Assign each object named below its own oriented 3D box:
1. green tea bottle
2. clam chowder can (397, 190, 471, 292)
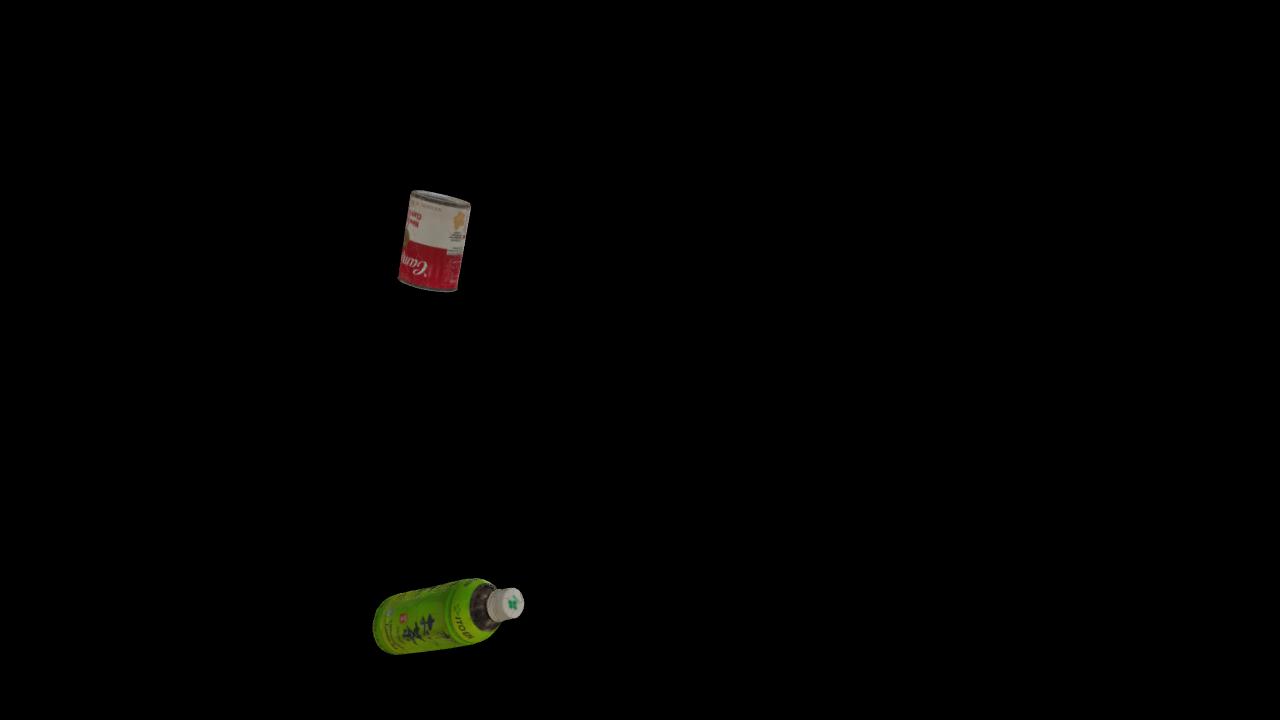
[{"bbox_3d":[-0.215,0.289,0.699,0.212,0.073,0.073,-22,-11,29],"label":"green tea bottle"},{"bbox_3d":[-0.235,-0.136,0.705,0.068,0.102,0.068,14,16,-4],"label":"clam chowder can"}]
